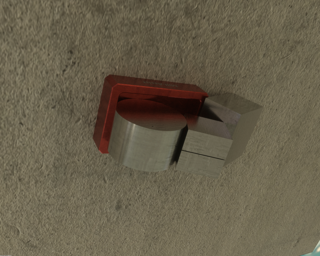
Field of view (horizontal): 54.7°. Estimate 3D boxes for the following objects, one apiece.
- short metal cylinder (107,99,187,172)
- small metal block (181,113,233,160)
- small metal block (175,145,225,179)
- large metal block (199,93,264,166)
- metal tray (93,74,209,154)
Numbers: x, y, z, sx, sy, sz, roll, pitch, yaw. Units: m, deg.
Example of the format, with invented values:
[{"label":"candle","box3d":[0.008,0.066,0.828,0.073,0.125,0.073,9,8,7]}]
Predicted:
[{"label":"short metal cylinder","box3d":[-0.015,0.006,0.351,0.081,0.080,0.050,1,118,-29]},{"label":"small metal block","box3d":[0.051,0.009,0.358,0.050,0.050,0.025,13,113,-6]},{"label":"small metal block","box3d":[0.045,0.031,0.368,0.050,0.050,0.025,13,113,-6]},{"label":"large metal block","box3d":[0.090,0.001,0.423,0.081,0.050,0.079,-16,130,-52]},{"label":"metal tray","box3d":[-0.011,-0.014,0.391,0.131,0.030,0.089,2,118,-30]}]
